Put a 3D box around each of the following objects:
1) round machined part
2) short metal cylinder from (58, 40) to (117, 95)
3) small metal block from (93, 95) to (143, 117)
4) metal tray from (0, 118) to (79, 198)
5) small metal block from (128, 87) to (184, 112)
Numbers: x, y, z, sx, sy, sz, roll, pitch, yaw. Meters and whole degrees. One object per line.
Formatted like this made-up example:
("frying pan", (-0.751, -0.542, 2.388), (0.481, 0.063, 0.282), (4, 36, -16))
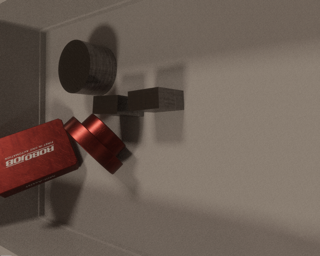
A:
("round machined part", (-0.087, 0.017, 0.441), (0.042, 0.098, 0.098), (-46, 56, -10))
("short metal cylinder", (-0.113, -0.092, 0.481), (0.080, 0.050, 0.079), (0, 90, 39))
("small metal block", (-0.058, -0.030, 0.436), (0.050, 0.050, 0.025), (3, 89, 39))
("metal tray", (-0.212, 0.048, 0.515), (0.090, 0.131, 0.030), (63, 163, 18))
("small metal block", (-0.005, -0.034, 0.393), (0.050, 0.050, 0.025), (-3, 88, 39))
